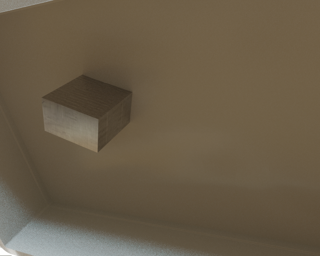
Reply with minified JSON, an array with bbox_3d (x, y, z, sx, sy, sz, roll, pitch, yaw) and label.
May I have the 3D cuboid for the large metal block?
[{"bbox_3d":[-0.093,-0.022,0.406,0.080,0.080,0.050,20,126,16],"label":"large metal block"}]
